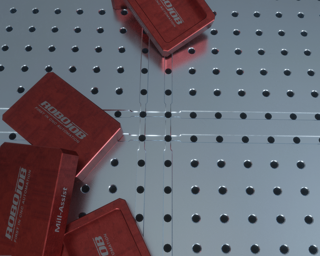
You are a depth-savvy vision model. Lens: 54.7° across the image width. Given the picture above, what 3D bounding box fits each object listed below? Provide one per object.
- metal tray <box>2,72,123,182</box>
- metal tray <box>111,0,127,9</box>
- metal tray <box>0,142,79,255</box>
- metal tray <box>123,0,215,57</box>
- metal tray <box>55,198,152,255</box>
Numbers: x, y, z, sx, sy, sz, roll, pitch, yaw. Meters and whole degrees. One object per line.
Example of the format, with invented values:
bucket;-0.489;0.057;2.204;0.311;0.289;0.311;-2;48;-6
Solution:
metal tray;-0.126;-0.004;0.409;0.130;0.030;0.090;37;74;12
metal tray;-0.014;-0.240;0.496;0.131;0.030;0.090;-5;70;-2
metal tray;-0.148;0.085;0.349;0.090;0.030;0.129;4;80;21
metal tray;0.006;-0.182;0.451;0.090;0.030;0.130;-35;89;-3
metal tray;-0.054;0.158;0.350;0.091;0.030;0.130;-25;72;-9
